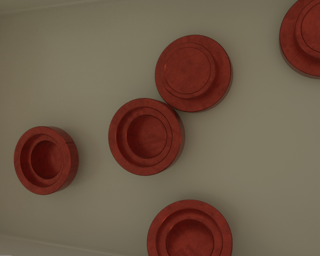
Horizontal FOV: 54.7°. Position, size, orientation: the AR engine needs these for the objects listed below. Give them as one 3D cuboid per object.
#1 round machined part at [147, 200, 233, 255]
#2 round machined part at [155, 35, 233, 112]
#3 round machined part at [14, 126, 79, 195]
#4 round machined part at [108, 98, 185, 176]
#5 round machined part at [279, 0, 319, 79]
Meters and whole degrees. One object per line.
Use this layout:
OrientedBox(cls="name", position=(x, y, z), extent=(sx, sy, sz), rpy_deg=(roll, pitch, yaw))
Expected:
OrientedBox(cls="round machined part", position=(0.037, 0.140, 0.372), extent=(0.098, 0.042, 0.098), rpy_deg=(-6, 53, 8))
OrientedBox(cls="round machined part", position=(0.039, -0.068, 0.387), extent=(0.098, 0.042, 0.097), rpy_deg=(0, 90, 19))
OrientedBox(cls="round machined part", position=(-0.161, 0.046, 0.457), extent=(0.098, 0.042, 0.097), rpy_deg=(0, 90, 19))
OrientedBox(cls="round machined part", position=(-0.014, 0.011, 0.406), extent=(0.098, 0.042, 0.097), rpy_deg=(0, 90, 19))
OrientedBox(cls="round machined part", position=(0.183, -0.105, 0.337), extent=(0.098, 0.042, 0.097), rpy_deg=(0, 90, 19))
